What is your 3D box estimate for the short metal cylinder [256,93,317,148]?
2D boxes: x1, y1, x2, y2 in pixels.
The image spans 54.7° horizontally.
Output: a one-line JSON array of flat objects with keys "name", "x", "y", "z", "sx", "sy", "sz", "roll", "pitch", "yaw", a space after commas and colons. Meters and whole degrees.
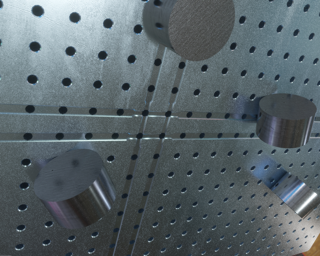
[{"name": "short metal cylinder", "x": 0.191, "y": -0.013, "z": 0.475, "sx": 0.081, "sy": 0.080, "sz": 0.050, "roll": -17, "pitch": 126, "yaw": -19}]

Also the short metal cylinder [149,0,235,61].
[{"name": "short metal cylinder", "x": 0.034, "y": -0.120, "z": 0.341, "sx": 0.081, "sy": 0.050, "sz": 0.079, "roll": -14, "pitch": 125, "yaw": -21}]

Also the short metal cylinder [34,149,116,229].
[{"name": "short metal cylinder", "x": -0.098, "y": 0.070, "z": 0.366, "sx": 0.080, "sy": 0.080, "sz": 0.050, "roll": -26, "pitch": 128, "yaw": -13}]

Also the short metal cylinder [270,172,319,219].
[{"name": "short metal cylinder", "x": 0.265, "y": 0.131, "z": 0.605, "sx": 0.050, "sy": 0.080, "sz": 0.080, "roll": -47, "pitch": 130, "yaw": 5}]
